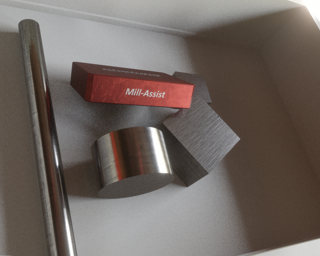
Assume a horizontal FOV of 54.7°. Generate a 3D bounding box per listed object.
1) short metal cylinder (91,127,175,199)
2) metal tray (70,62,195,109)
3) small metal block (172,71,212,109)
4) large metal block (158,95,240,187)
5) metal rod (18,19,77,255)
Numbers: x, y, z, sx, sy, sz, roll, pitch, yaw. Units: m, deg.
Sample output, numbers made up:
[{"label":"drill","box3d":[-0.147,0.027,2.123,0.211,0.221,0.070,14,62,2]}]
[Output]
[{"label":"short metal cylinder","box3d":[-0.030,0.039,0.332,0.081,0.080,0.050,-1,62,-29]},{"label":"metal tray","box3d":[-0.035,-0.053,0.382,0.131,0.030,0.090,2,18,-28]},{"label":"small metal block","box3d":[0.044,-0.054,0.465,0.050,0.025,0.050,3,61,-27]},{"label":"large metal block","box3d":[0.044,0.016,0.405,0.080,0.050,0.080,48,51,5]},{"label":"metal rod","box3d":[-0.126,0.002,0.337,0.025,0.025,0.299,-3,63,-30]}]
